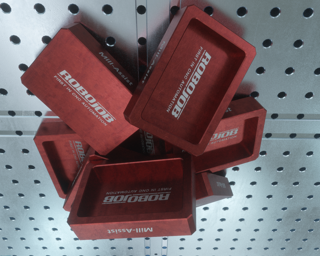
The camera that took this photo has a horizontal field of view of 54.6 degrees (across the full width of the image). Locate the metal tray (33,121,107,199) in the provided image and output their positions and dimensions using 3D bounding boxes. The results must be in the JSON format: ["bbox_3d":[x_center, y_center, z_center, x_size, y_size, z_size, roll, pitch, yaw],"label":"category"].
[{"bbox_3d":[-0.115,0.049,0.449,0.090,0.030,0.129,-4,129,2],"label":"metal tray"}]

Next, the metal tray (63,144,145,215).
[{"bbox_3d":[-0.073,0.081,0.436,0.090,0.030,0.129,21,127,-17],"label":"metal tray"}]

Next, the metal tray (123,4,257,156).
[{"bbox_3d":[0.031,-0.047,0.325,0.090,0.030,0.130,27,92,-21],"label":"metal tray"}]

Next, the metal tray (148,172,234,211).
[{"bbox_3d":[0.046,0.096,0.446,0.090,0.030,0.130,-23,160,19],"label":"metal tray"}]

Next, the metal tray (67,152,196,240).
[{"bbox_3d":[-0.027,0.074,0.347,0.130,0.090,0.030,-6,130,11],"label":"metal tray"}]

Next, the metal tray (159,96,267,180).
[{"bbox_3d":[0.066,0.017,0.399,0.131,0.030,0.090,-15,131,-10],"label":"metal tray"}]

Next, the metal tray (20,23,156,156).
[{"bbox_3d":[-0.079,-0.039,0.352,0.090,0.030,0.130,-38,106,27],"label":"metal tray"}]

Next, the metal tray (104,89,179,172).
[{"bbox_3d":[-0.019,0.009,0.415,0.090,0.030,0.129,-5,128,1],"label":"metal tray"}]
